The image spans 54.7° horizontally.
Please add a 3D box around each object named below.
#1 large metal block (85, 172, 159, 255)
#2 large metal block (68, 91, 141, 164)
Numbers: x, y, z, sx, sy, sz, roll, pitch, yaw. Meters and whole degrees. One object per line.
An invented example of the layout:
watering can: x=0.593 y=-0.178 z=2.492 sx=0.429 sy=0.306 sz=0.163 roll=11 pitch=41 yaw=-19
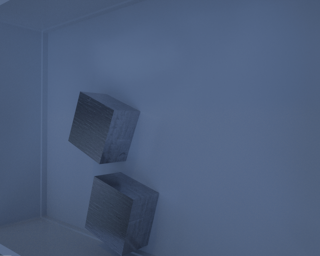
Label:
large metal block: x=-0.055 y=0.117 z=0.436 sx=0.080 sy=0.050 sz=0.079 roll=20 pitch=103 yaw=38
large metal block: x=-0.084 y=-0.002 z=0.460 sx=0.080 sy=0.050 sz=0.079 roll=28 pitch=108 yaw=36
